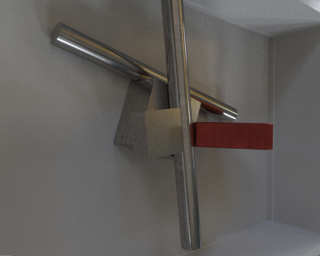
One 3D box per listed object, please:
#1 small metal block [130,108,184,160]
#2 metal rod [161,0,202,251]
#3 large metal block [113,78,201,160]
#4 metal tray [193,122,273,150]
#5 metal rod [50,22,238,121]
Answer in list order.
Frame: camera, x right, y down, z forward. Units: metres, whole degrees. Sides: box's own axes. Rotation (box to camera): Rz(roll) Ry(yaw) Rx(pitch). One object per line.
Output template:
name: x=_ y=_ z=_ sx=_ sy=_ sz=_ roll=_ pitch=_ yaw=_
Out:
small metal block: x=-0.003 y=0.005 z=0.339 sx=0.050 sy=0.025 sz=0.050 roll=-9 pitch=95 yaw=-40
metal rod: x=0.026 y=-0.006 z=0.363 sx=0.025 sy=0.025 sz=0.298 roll=-8 pitch=96 yaw=-40
large metal block: x=-0.002 y=-0.008 z=0.389 sx=0.080 sy=0.050 sz=0.080 roll=23 pitch=76 yaw=-38
metal tray: x=0.102 y=0.009 z=0.416 sx=0.130 sy=0.090 sz=0.030 roll=1 pitch=90 yaw=-72
metal rod: x=0.005 y=-0.059 z=0.411 sx=0.302 sy=0.025 sz=0.025 roll=19 pitch=78 yaw=-39
